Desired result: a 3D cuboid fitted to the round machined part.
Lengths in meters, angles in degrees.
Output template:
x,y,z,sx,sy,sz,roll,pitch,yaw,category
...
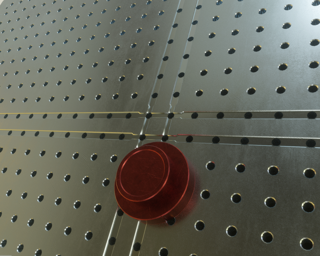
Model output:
x,y,z,sx,sy,sz,roll,pitch,yaw,category
-0.012,0.060,0.366,0.098,0.042,0.098,-13,56,20,round machined part
